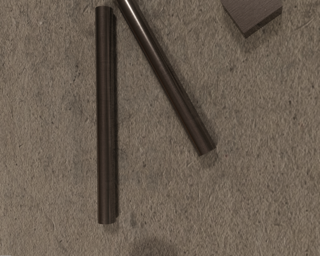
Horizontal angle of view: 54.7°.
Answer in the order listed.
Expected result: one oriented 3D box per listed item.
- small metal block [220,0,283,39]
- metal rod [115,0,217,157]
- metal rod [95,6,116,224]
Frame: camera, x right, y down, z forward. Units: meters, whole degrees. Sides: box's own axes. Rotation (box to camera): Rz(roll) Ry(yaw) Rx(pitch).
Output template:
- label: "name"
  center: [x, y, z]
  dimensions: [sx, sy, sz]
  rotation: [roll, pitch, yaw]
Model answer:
- label: "small metal block"
  center: [0.109, -0.145, 0.370]
  dimensions: [0.050, 0.025, 0.050]
  rotation: [-34, 79, 16]
- label: "metal rod"
  center: [-0.009, -0.100, 0.411]
  dimensions: [0.025, 0.025, 0.299]
  rotation: [-31, 80, 17]
- label: "metal rod"
  center: [-0.076, -0.018, 0.434]
  dimensions: [0.025, 0.025, 0.298]
  rotation: [-1, 90, 19]
